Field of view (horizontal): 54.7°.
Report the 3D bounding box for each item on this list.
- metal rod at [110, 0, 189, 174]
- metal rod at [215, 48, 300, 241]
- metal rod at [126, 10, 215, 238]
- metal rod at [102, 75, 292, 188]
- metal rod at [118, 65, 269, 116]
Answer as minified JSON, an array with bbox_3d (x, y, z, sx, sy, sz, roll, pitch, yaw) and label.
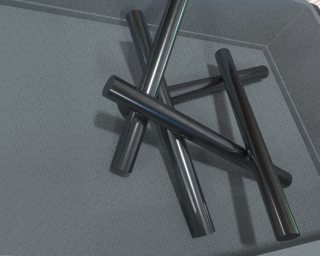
[{"bbox_3d":[0.000,-0.091,0.383,0.025,0.025,0.299,21,78,-16],"label":"metal rod"},{"bbox_3d":[0.119,-0.003,0.417,0.025,0.025,0.300,10,49,-23],"label":"metal rod"},{"bbox_3d":[0.009,-0.016,0.393,0.025,0.025,0.299,-9,75,-32],"label":"metal rod"},{"bbox_3d":[0.066,0.017,0.388,0.301,0.025,0.025,27,51,-28],"label":"metal rod"},{"bbox_3d":[0.071,-0.065,0.483,0.302,0.025,0.025,-18,71,-35],"label":"metal rod"}]
